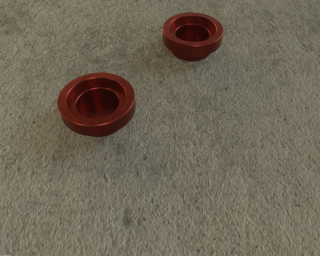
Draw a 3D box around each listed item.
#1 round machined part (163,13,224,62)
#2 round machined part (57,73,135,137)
[{"bbox_3d":[0.054,-0.148,0.517,0.099,0.042,0.098,0,50,0],"label":"round machined part"},{"bbox_3d":[-0.082,-0.026,0.414,0.099,0.042,0.098,0,50,0],"label":"round machined part"}]
